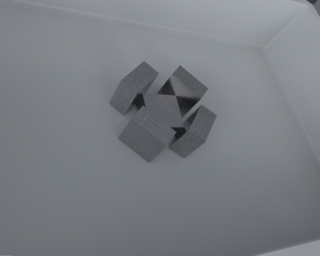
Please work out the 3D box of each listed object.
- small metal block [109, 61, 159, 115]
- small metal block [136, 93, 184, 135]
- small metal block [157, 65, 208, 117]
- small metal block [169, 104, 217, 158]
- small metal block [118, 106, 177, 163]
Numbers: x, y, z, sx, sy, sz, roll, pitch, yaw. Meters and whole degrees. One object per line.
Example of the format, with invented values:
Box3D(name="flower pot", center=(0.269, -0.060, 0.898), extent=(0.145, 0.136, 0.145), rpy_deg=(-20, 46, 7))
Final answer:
Box3D(name="small metal block", center=(-0.034, -0.051, 0.400), extent=(0.025, 0.050, 0.050), rpy_deg=(41, 52, 0))
Box3D(name="small metal block", center=(0.000, -0.017, 0.413), extent=(0.050, 0.025, 0.050), rpy_deg=(1, 61, -28))
Box3D(name="small metal block", center=(0.030, -0.051, 0.433), extent=(0.050, 0.050, 0.025), rpy_deg=(39, 50, -3))
Box3D(name="small metal block", center=(0.044, 0.005, 0.407), extent=(0.025, 0.050, 0.050), rpy_deg=(36, 50, -6))
Box3D(name="small metal block", center=(-0.016, 0.009, 0.373), extent=(0.050, 0.050, 0.025), rpy_deg=(39, 52, -2))
